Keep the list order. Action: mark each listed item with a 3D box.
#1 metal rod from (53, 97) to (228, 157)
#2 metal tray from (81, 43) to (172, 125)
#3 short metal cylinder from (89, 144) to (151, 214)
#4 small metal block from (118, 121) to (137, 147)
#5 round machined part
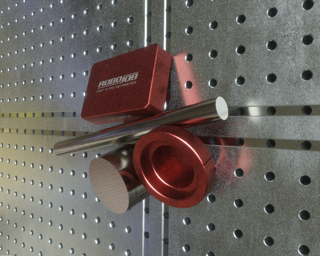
[{"bbox_3d":[-0.050,0.007,0.414,0.300,0.025,0.025,-14,82,38],"label":"metal rod"},{"bbox_3d":[-0.049,-0.056,0.426,0.130,0.030,0.090,-6,67,39],"label":"metal tray"},{"bbox_3d":[-0.051,0.067,0.417,0.080,0.050,0.079,21,122,38],"label":"short metal cylinder"},{"bbox_3d":[-0.030,0.015,0.443,0.050,0.025,0.050,23,104,37],"label":"small metal block"},{"bbox_3d":[0.020,0.041,0.365,0.098,0.042,0.097,16,120,29],"label":"round machined part"}]
